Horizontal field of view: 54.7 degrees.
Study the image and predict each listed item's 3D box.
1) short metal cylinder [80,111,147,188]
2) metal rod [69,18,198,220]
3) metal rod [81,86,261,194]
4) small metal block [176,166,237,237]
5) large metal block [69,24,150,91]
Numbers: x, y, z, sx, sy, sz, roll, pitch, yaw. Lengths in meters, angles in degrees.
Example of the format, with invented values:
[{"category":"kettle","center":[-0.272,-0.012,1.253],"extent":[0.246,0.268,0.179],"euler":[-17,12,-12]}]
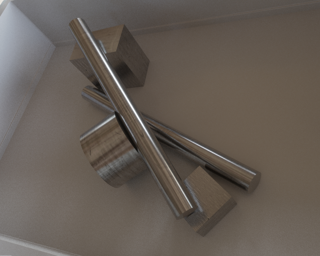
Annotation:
[{"category":"short metal cylinder","center":[-0.051,0.025,0.377],"extent":[0.050,0.080,0.080],"euler":[-35,52,5]},{"category":"metal rod","center":[-0.045,-0.030,0.370],"extent":[0.025,0.025,0.299],"euler":[-35,64,5]},{"category":"metal rod","center":[-0.009,0.000,0.407],"extent":[0.300,0.025,0.025],"euler":[28,77,37]},{"category":"small metal block","center":[0.044,0.078,0.332],"extent":[0.050,0.025,0.050],"euler":[-44,51,-3]},{"category":"large metal block","center":[-0.073,-0.102,0.469],"extent":[0.080,0.080,0.050],"euler":[-4,60,26]}]
